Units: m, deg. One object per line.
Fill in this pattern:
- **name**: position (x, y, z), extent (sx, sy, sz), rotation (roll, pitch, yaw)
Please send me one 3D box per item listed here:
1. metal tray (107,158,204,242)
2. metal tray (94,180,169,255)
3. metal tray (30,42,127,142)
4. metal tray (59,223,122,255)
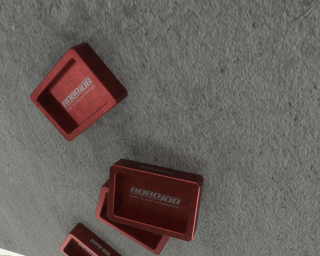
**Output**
- **metal tray**: position (-0.009, 0.101, 0.446), extent (0.130, 0.030, 0.089), rotation (10, 106, 16)
- **metal tray**: position (-0.041, 0.145, 0.514), extent (0.130, 0.030, 0.089), rotation (28, 128, 10)
- **metal tray**: position (-0.118, -0.046, 0.437), extent (0.130, 0.030, 0.090), rotation (-33, 101, 38)
- **metal tray**: position (-0.139, 0.264, 0.639), extent (0.130, 0.030, 0.089), rotation (38, 129, 2)
